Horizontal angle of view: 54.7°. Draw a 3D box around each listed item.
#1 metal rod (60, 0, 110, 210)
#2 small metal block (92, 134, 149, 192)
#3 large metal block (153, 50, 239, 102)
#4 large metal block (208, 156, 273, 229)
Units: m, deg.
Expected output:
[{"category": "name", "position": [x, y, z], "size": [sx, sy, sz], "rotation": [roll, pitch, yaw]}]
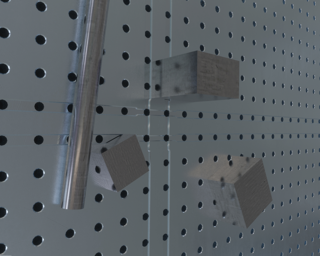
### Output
[{"category": "metal rod", "position": [-0.078, -0.063, 0.343], "size": [0.025, 0.025, 0.298], "rotation": [10, 84, -40]}, {"category": "small metal block", "position": [-0.047, 0.040, 0.370], "size": [0.050, 0.025, 0.050], "rotation": [-31, 109, -36]}, {"category": "large metal block", "position": [0.048, -0.064, 0.413], "size": [0.081, 0.080, 0.050], "rotation": [1, 90, -40]}, {"category": "large metal block", "position": [0.132, 0.101, 0.504], "size": [0.081, 0.050, 0.080], "rotation": [-30, 109, -36]}]
